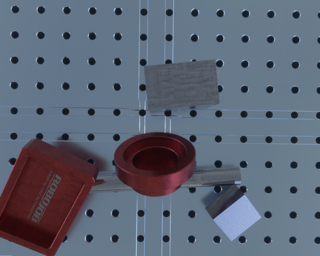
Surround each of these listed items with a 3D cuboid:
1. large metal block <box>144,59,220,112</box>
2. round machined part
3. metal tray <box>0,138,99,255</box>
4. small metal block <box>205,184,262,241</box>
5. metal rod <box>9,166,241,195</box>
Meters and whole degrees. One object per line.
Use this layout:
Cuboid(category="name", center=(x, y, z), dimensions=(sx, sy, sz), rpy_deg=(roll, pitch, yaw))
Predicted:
Cuboid(category="large metal block", center=(0.024, -0.049, 0.386), dimensions=(0.081, 0.080, 0.050), rpy_deg=(-6, 90, -1))
Cuboid(category="round machined part", center=(-0.005, 0.047, 0.383), dimensions=(0.099, 0.098, 0.042), rpy_deg=(-3, 118, -1))
Cuboid(category="metal tray", center=(-0.145, 0.088, 0.385), dimensions=(0.090, 0.030, 0.129), rpy_deg=(27, 105, -10))
Cuboid(category="small metal block", center=(0.096, 0.111, 0.405), dimensions=(0.050, 0.025, 0.050), rpy_deg=(-39, 116, 0))
Cuboid(category="metal rod", center=(-0.045, 0.072, 0.412), dimensions=(0.302, 0.025, 0.025), rpy_deg=(-3, 90, -1))
